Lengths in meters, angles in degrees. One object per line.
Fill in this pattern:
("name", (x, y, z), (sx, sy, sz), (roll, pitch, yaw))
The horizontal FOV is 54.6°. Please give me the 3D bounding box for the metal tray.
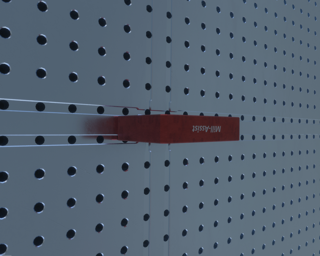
("metal tray", (0.025, 0.001, 0.386), (0.131, 0.090, 0.030), (0, 90, -40))
